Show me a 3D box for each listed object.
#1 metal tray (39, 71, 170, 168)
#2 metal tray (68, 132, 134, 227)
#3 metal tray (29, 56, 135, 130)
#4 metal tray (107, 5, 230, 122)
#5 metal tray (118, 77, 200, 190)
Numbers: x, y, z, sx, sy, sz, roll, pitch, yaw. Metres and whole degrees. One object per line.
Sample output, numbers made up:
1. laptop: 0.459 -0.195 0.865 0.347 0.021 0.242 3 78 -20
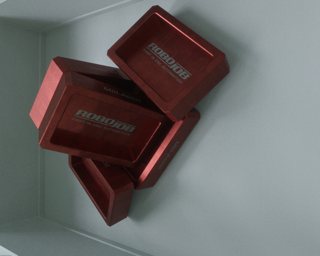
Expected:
1. metal tray: -0.065 -0.004 0.372 0.089 0.131 0.030 -57 34 24
2. metal tray: -0.091 0.067 0.451 0.130 0.030 0.089 47 142 29
3. metal tray: -0.090 -0.038 0.407 0.030 0.131 0.089 48 119 30
4. metal tray: 0.006 -0.081 0.372 0.090 0.030 0.130 -44 60 2
5. metal tray: -0.016 0.006 0.412 0.090 0.030 0.129 46 117 29
